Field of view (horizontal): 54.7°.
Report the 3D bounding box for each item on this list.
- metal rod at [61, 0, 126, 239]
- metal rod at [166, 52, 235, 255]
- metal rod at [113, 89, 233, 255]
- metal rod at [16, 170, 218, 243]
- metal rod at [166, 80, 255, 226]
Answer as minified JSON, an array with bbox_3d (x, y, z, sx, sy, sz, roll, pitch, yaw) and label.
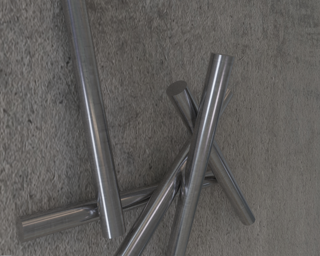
[{"bbox_3d":[-0.073,-0.035,0.325,0.025,0.025,0.298,-11,91,-40],"label":"metal rod"},{"bbox_3d":[0.040,0.062,0.371,0.025,0.025,0.298,-6,115,-40],"label":"metal rod"},{"bbox_3d":[0.031,0.046,0.406,0.025,0.025,0.301,56,51,-26],"label":"metal rod"},{"bbox_3d":[-0.017,0.085,0.390,0.302,0.025,0.025,-6,94,-40],"label":"metal rod"},{"bbox_3d":[0.083,0.055,0.431,0.025,0.025,0.299,-55,133,-25],"label":"metal rod"}]
